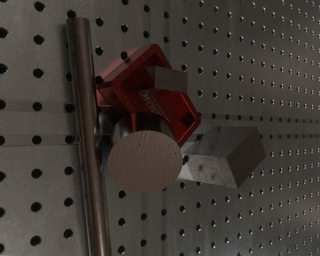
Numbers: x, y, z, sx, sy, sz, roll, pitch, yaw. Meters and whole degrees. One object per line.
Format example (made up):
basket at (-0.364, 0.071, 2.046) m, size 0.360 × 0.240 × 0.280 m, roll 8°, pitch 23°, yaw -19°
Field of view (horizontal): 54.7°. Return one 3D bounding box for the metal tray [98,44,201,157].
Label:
metal tray at (-0.007, -0.030, 0.401) m, size 0.090 × 0.030 × 0.130 m, roll -49°, pitch 119°, yaw -29°

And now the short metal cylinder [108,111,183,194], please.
short metal cylinder at (-0.018, 0.027, 0.354) m, size 0.081 × 0.050 × 0.079 m, roll -3°, pitch 116°, yaw -5°

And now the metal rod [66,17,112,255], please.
metal rod at (-0.077, 0.032, 0.346) m, size 0.025 × 0.025 × 0.298 m, roll -8°, pitch 95°, yaw -40°

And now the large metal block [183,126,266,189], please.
large metal block at (0.095, 0.039, 0.455) m, size 0.080 × 0.080 × 0.050 m, roll -37°, pitch 113°, yaw -34°

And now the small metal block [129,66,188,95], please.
small metal block at (-0.002, -0.056, 0.376) m, size 0.050 × 0.050 × 0.025 m, roll 2°, pitch 89°, yaw -40°
